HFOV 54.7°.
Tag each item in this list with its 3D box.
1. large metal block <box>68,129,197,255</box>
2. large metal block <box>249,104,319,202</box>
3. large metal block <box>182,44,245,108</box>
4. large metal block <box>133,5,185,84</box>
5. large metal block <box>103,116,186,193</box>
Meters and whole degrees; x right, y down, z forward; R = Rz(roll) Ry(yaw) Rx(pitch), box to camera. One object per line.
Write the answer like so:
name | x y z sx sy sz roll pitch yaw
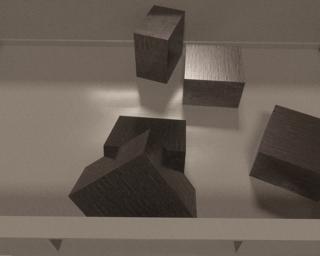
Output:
large metal block | -0.022 0.061 0.291 0.080 0.080 0.050 -31 17 16
large metal block | 0.162 0.028 0.368 0.080 0.050 0.080 21 53 16
large metal block | 0.076 -0.077 0.455 0.080 0.050 0.080 4 50 3
large metal block | 0.001 -0.129 0.477 0.050 0.080 0.080 16 52 12
large metal block | -0.013 0.027 0.347 0.080 0.050 0.080 4 24 3
